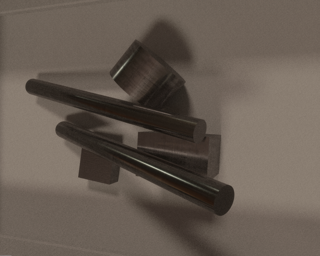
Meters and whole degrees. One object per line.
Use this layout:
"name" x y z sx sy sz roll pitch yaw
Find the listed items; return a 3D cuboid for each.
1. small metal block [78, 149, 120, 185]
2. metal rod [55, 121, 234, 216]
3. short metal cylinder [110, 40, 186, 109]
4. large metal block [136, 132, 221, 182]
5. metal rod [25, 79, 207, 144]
"small metal block" -0.084 0.049 0.439 0.050 0.025 0.050 9 93 19
"metal rod" -0.047 0.029 0.351 0.300 0.025 0.025 16 96 48
"short metal cylinder" -0.015 -0.064 0.386 0.080 0.080 0.050 44 104 14
"large metal block" 0.025 0.031 0.372 0.080 0.080 0.050 4 91 19
"metal rod" -0.078 -0.030 0.393 0.300 0.025 0.025 16 96 35
